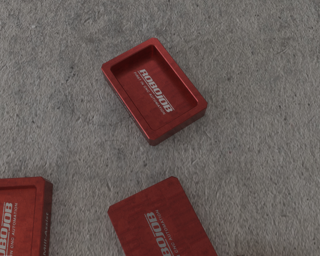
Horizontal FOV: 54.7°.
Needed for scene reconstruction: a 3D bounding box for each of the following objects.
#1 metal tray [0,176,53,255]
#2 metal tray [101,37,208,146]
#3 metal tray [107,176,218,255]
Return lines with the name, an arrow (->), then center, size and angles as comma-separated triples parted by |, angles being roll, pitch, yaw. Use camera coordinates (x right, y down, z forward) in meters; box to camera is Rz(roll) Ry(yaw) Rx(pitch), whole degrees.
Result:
metal tray -> -0.178, 0.125, 0.358 | 0.091, 0.030, 0.130 | -3, 70, -1
metal tray -> -0.009, -0.052, 0.424 | 0.090, 0.030, 0.130 | -32, 73, -11
metal tray -> 0.007, 0.133, 0.357 | 0.091, 0.030, 0.130 | -25, 72, -9
